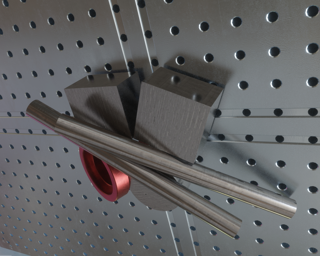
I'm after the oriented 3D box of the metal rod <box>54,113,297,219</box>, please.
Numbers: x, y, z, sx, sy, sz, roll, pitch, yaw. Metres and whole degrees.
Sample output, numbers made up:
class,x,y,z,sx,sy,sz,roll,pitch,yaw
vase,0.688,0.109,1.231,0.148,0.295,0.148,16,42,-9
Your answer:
class,x,y,z,sx,sy,sz,roll,pitch,yaw
metal rod,0.021,0.047,0.376,0.302,0.025,0.025,21,128,-2

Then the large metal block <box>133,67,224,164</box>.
class,x,y,z,sx,sy,sz,roll,pitch,yaw
large metal block,0.020,-0.016,0.368,0.080,0.050,0.079,22,127,15

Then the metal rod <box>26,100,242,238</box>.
class,x,y,z,sx,sy,sz,roll,pitch,yaw
metal rod,-0.038,0.047,0.389,0.301,0.025,0.025,30,128,8

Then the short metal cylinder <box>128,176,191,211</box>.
class,x,y,z,sx,sy,sz,roll,pitch,yaw
short metal cylinder,0.002,0.068,0.430,0.080,0.050,0.079,13,124,21

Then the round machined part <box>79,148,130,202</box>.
class,x,y,z,sx,sy,sz,roll,pitch,yaw
round machined part,-0.074,0.055,0.454,0.098,0.042,0.097,33,137,37

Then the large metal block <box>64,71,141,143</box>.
class,x,y,z,sx,sy,sz,roll,pitch,yaw
large metal block,-0.066,-0.025,0.405,0.080,0.050,0.080,1,119,27
